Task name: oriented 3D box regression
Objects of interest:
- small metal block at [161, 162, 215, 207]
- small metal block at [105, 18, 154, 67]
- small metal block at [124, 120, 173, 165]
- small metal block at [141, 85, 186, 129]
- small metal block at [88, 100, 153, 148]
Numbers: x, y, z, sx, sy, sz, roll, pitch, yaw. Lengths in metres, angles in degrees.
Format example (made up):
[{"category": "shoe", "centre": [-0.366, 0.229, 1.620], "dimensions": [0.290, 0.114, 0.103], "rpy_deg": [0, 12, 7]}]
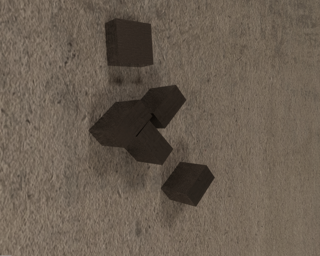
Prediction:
[{"category": "small metal block", "centre": [0.038, 0.075, 0.423], "dimensions": [0.050, 0.050, 0.025], "rpy_deg": [-50, 120, -28]}, {"category": "small metal block", "centre": [-0.037, -0.101, 0.375], "dimensions": [0.050, 0.025, 0.050], "rpy_deg": [-6, 94, -40]}, {"category": "small metal block", "centre": [-0.021, 0.017, 0.373], "dimensions": [0.050, 0.050, 0.025], "rpy_deg": [51, 60, -28]}, {"category": "small metal block", "centre": [-0.004, -0.026, 0.387], "dimensions": [0.050, 0.050, 0.025], "rpy_deg": [-53, 121, -27]}, {"category": "small metal block", "centre": [-0.045, -0.005, 0.352], "dimensions": [0.050, 0.050, 0.025], "rpy_deg": [-51, 121, -28]}]
